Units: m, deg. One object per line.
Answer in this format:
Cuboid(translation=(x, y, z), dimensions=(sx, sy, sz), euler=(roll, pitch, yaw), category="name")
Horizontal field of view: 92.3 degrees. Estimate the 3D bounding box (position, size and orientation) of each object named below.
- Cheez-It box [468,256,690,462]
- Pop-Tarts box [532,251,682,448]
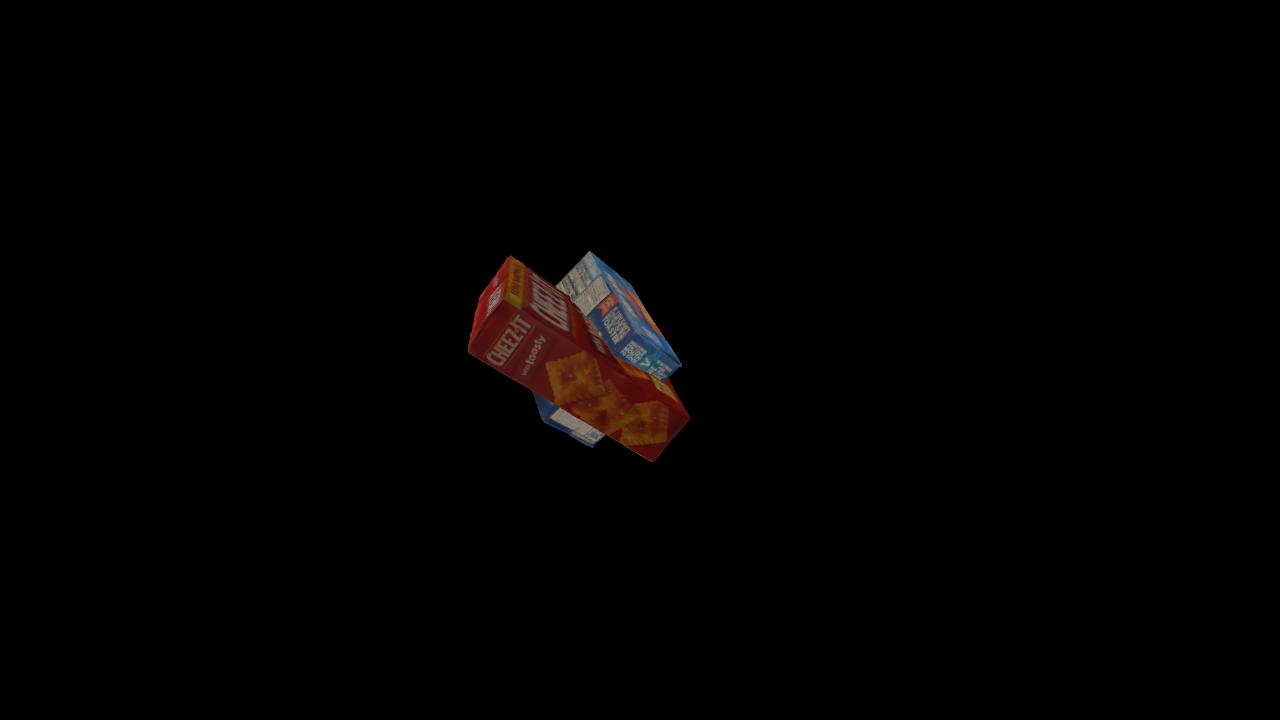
Cuboid(translation=(-0.065, -0.005, 0.650), dimensions=(0.223, 0.071, 0.166), euler=(34, 12, -21), category="Cheez-It box")
Cuboid(translation=(-0.055, -0.015, 0.698), dimensions=(0.083, 0.141, 0.167), euler=(34, 18, -41), category="Pop-Tarts box")
